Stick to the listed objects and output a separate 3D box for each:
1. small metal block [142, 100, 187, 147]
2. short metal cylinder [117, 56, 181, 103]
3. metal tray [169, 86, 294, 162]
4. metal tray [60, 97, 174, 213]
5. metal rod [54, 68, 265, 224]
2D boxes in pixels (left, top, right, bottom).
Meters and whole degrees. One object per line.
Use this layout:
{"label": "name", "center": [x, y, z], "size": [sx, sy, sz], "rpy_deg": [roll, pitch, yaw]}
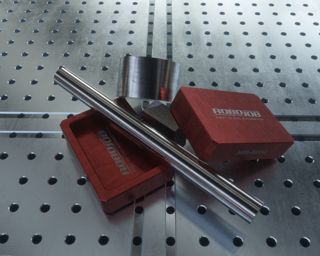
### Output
{"label": "small metal block", "center": [0.006, 0.000, 0.385], "size": [0.050, 0.050, 0.025], "rpy_deg": [33, 58, 25]}
{"label": "short metal cylinder", "center": [-0.015, -0.062, 0.411], "size": [0.080, 0.080, 0.050], "rpy_deg": [6, 92, 5]}
{"label": "metal tray", "center": [0.087, -0.005, 0.371], "size": [0.131, 0.030, 0.090], "rpy_deg": [1, 45, -32]}
{"label": "metal tray", "center": [-0.054, 0.026, 0.377], "size": [0.091, 0.030, 0.130], "rpy_deg": [-25, 55, -20]}
{"label": "metal rod", "center": [-0.020, 0.006, 0.359], "size": [0.300, 0.025, 0.025], "rpy_deg": [34, 58, 25]}
